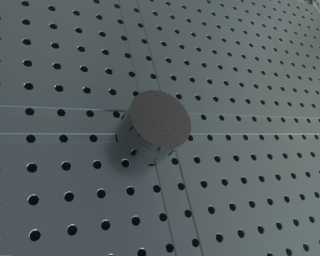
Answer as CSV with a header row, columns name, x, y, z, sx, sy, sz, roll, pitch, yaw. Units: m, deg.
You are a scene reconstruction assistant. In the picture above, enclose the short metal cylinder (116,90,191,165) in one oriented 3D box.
name,x,y,z,sx,sy,sz,roll,pitch,yaw
short metal cylinder,-0.008,-0.001,0.389,0.081,0.050,0.080,14,56,-21
